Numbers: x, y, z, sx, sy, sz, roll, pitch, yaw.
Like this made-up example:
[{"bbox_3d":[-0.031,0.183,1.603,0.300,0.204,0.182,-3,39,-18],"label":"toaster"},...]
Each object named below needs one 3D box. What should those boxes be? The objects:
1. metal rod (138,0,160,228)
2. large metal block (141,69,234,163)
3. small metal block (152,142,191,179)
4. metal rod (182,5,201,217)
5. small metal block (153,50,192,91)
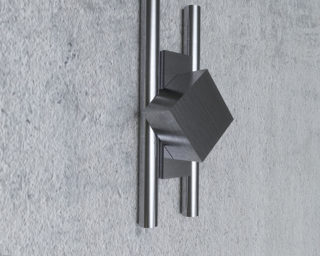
[{"bbox_3d":[-0.013,-0.025,0.397,0.025,0.025,0.298,1,90,-40],"label":"metal rod"},{"bbox_3d":[0.037,-0.015,0.388,0.080,0.050,0.080,-49,119,-29],"label":"large metal block"},{"bbox_3d":[0.016,0.041,0.420,0.050,0.025,0.050,1,90,-40],"label":"small metal block"},{"bbox_3d":[0.045,-0.024,0.447,0.025,0.025,0.298,1,90,-40],"label":"metal rod"},{"bbox_3d":[0.017,-0.075,0.421,0.050,0.025,0.050,1,90,-40],"label":"small metal block"}]
